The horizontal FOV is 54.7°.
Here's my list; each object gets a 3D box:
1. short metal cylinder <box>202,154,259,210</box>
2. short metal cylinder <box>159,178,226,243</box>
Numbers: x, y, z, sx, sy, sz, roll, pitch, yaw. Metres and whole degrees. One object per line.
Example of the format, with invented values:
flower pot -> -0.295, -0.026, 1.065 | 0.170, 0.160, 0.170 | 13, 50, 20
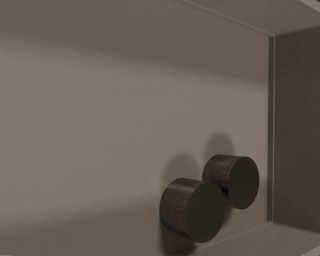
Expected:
short metal cylinder -> 0.112, 0.083, 0.487 | 0.081, 0.050, 0.079 | 0, 90, -40
short metal cylinder -> 0.046, 0.112, 0.432 | 0.081, 0.050, 0.079 | 0, 90, -40
